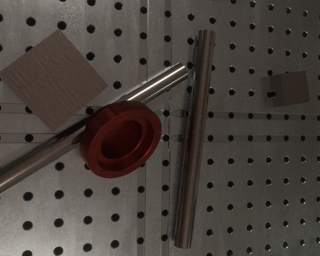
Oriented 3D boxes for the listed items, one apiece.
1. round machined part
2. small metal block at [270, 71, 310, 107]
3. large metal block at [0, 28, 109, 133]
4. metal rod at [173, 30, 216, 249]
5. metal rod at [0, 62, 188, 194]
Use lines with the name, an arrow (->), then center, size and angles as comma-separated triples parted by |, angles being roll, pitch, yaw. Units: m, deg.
round machined part -> -0.050, 0.009, 0.369 | 0.099, 0.042, 0.097 | -25, 137, -26
small metal block -> 0.206, -0.062, 0.491 | 0.050, 0.025, 0.050 | -10, 94, -20
large metal block -> -0.120, -0.051, 0.355 | 0.080, 0.050, 0.080 | -44, 104, -15
metal rod -> 0.049, 0.013, 0.431 | 0.025, 0.025, 0.298 | 8, 87, -20
metal rod -> -0.089, 0.001, 0.380 | 0.302, 0.025, 0.025 | -33, 101, -17
